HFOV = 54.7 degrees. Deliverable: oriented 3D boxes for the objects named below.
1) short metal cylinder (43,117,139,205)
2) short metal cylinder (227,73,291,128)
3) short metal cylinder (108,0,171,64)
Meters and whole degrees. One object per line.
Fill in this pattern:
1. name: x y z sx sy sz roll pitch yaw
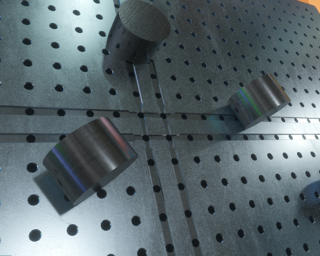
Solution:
1. short metal cylinder: -0.069 0.033 0.316 0.081 0.080 0.050 -33 81 -38
2. short metal cylinder: 0.154 -0.041 0.483 0.081 0.080 0.050 -20 73 -36
3. short metal cylinder: -0.031 -0.144 0.464 0.081 0.050 0.080 14 56 -21
